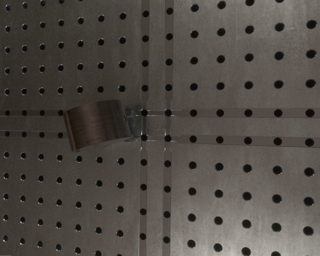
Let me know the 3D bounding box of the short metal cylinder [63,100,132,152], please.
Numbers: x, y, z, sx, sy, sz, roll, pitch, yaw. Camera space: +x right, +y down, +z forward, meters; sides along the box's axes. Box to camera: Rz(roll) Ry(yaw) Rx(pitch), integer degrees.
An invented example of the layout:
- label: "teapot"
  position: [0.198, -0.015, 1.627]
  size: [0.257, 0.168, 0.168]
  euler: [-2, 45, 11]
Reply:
- label: "short metal cylinder"
  position: [-0.082, -0.002, 0.411]
  size: [0.080, 0.080, 0.050]
  euler: [-16, 85, 19]
